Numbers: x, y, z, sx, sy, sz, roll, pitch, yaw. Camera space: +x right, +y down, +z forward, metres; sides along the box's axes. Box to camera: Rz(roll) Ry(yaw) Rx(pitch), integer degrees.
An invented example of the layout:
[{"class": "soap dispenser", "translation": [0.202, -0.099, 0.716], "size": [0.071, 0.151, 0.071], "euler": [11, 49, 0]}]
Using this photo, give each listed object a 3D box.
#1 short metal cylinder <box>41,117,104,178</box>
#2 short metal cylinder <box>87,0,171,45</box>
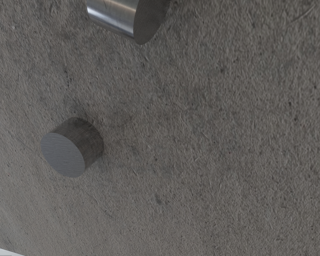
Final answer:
[{"class": "short metal cylinder", "translation": [-0.135, 0.030, 0.481], "size": [0.080, 0.050, 0.079], "euler": [13, 124, 21]}, {"class": "short metal cylinder", "translation": [-0.027, -0.130, 0.305], "size": [0.050, 0.080, 0.079], "euler": [28, 128, 11]}]
